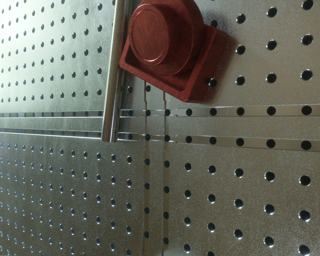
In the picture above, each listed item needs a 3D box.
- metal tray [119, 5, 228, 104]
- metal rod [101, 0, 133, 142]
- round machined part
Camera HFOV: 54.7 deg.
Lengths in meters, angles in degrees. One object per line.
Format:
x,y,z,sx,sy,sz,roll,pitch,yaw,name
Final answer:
0.011,-0.097,0.395,0.130,0.030,0.089,33,110,34,metal tray
-0.059,-0.128,0.455,0.025,0.025,0.298,12,98,39,metal rod
0.001,-0.109,0.362,0.098,0.042,0.097,20,120,41,round machined part
